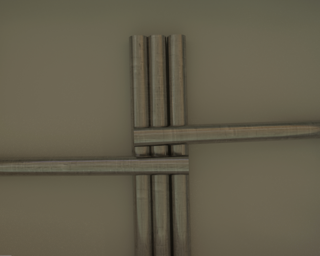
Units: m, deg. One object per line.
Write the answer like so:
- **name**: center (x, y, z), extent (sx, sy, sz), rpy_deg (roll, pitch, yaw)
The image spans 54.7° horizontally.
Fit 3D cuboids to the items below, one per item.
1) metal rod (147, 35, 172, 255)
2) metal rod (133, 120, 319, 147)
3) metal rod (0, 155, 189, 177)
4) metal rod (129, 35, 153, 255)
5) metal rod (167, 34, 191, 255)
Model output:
- **metal rod**: center (0.000, 0.029, 0.410), extent (0.025, 0.025, 0.298), rpy_deg (-1, 90, -1)
- **metal rod**: center (0.118, 0.005, 0.394), extent (0.302, 0.025, 0.025), rpy_deg (-2, 90, -7)
- **metal rod**: center (-0.115, 0.048, 0.393), extent (0.302, 0.025, 0.025), rpy_deg (-1, 90, 5)
- **metal rod**: center (-0.025, 0.030, 0.410), extent (0.025, 0.025, 0.298), rpy_deg (-1, 90, -1)
- **metal rod**: center (0.026, 0.028, 0.410), extent (0.025, 0.025, 0.298), rpy_deg (-1, 90, -1)
